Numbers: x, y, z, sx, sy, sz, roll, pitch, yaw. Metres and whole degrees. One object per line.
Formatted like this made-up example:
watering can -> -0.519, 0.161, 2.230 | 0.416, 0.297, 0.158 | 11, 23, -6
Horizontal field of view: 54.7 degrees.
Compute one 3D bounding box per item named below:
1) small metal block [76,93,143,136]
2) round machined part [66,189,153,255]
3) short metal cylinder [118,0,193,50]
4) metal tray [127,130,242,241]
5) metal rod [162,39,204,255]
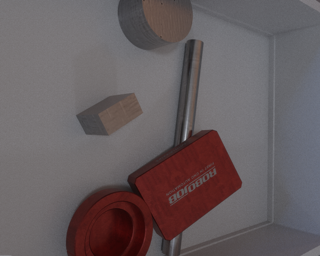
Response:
small metal block -> -0.056, -0.015, 0.345 | 0.050, 0.050, 0.025 | -36, 113, -34
round machined part -> -0.059, 0.117, 0.348 | 0.099, 0.042, 0.097 | 0, 90, -40
short metal cylinder -> -0.005, -0.143, 0.388 | 0.081, 0.050, 0.079 | 0, 91, -40
metal tray -> 0.035, 0.070, 0.404 | 0.131, 0.030, 0.090 | -30, 99, -21
metal rod -> 0.033, 0.023, 0.436 | 0.025, 0.025, 0.298 | 12, 83, -40
